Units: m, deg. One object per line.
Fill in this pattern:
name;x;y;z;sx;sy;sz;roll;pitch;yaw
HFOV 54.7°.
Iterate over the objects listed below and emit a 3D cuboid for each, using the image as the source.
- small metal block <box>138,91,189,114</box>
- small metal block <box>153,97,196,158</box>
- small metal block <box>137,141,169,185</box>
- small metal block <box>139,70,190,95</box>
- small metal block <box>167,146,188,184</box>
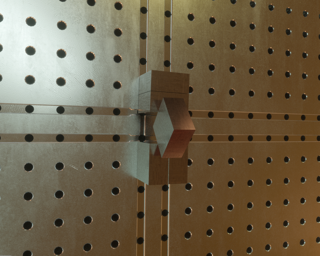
small metal block;0.003;-0.031;0.401;0.050;0.050;0.025;2;90;-20
small metal block;0.015;0.000;0.362;0.025;0.050;0.050;1;48;-20
small metal block;-0.010;0.043;0.396;0.025;0.050;0.050;2;90;-20
small metal block;0.004;-0.056;0.401;0.050;0.050;0.025;2;90;-20
small metal block;0.014;0.044;0.404;0.025;0.050;0.050;2;90;-20
